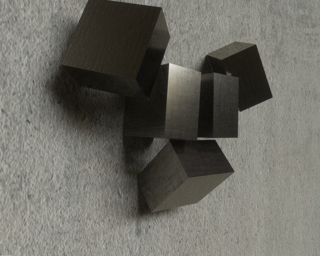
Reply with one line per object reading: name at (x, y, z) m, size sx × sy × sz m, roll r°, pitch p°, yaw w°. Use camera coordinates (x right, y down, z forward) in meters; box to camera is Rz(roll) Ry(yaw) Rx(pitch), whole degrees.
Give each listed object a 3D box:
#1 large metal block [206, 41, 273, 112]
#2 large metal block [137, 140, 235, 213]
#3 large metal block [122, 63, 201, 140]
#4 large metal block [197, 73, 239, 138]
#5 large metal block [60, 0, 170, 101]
large metal block at (0.116, -0.079, 0.462) m, size 0.050 × 0.080 × 0.080 m, roll -24°, pitch 109°, yaw 2°
large metal block at (0.031, 0.059, 0.391) m, size 0.081 × 0.080 × 0.050 m, roll 1°, pitch 50°, yaw -40°
large metal block at (0.000, -0.028, 0.373) m, size 0.050 × 0.080 × 0.080 m, roll 6°, pitch 86°, yaw -40°
large metal block at (0.058, -0.028, 0.422) m, size 0.050 × 0.080 × 0.079 m, roll 1°, pitch 90°, yaw -40°
large metal block at (-0.043, -0.082, 0.324) m, size 0.050 × 0.080 × 0.080 m, roll 59°, pitch 47°, yaw -69°
